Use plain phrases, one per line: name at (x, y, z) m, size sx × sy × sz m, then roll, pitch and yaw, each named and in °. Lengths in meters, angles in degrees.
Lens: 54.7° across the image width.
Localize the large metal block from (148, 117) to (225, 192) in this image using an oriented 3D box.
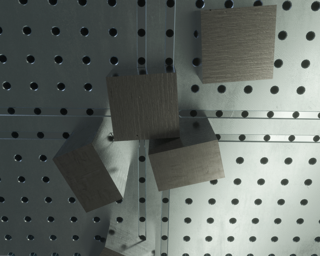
large metal block at (0.031, 0.031, 0.396) m, size 0.080 × 0.080 × 0.050 m, roll -13°, pitch 110°, yaw 4°

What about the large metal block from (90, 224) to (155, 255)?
large metal block at (-0.062, 0.209, 0.476) m, size 0.080 × 0.050 × 0.080 m, roll 28°, pitch 107°, yaw -10°

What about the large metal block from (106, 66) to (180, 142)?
large metal block at (-0.019, -0.032, 0.388) m, size 0.081 × 0.050 × 0.079 m, roll -4°, pitch 110°, yaw 1°

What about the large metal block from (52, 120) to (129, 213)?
large metal block at (-0.084, 0.046, 0.400) m, size 0.050 × 0.080 × 0.080 m, roll -23°, pitch 109°, yaw 8°

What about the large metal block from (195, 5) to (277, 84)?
large metal block at (0.086, -0.099, 0.365) m, size 0.081 × 0.050 × 0.079 m, roll -4°, pitch 110°, yaw 1°
